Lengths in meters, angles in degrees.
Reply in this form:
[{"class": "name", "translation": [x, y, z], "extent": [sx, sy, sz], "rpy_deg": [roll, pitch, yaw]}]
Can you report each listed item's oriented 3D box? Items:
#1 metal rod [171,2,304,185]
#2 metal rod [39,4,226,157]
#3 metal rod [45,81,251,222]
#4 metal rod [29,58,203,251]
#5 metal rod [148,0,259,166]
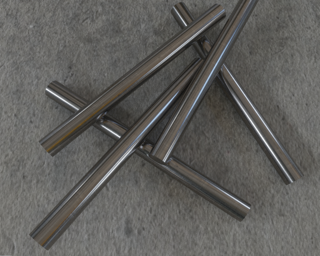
[{"class": "metal rod", "translation": [0.098, -0.059, 0.430], "extent": [0.025, 0.025, 0.299], "rpy_deg": [-27, 72, -10]}, {"class": "metal rod", "translation": [-0.026, -0.070, 0.405], "extent": [0.301, 0.025, 0.025], "rpy_deg": [-41, 75, -14]}, {"class": "metal rod", "translation": [-0.023, 0.024, 0.399], "extent": [0.301, 0.025, 0.025], "rpy_deg": [32, 73, 10]}, {"class": "metal rod", "translation": [-0.032, 0.012, 0.374], "extent": [0.025, 0.025, 0.301], "rpy_deg": [36, 64, 12]}, {"class": "metal rod", "translation": [0.070, -0.085, 0.412], "extent": [0.025, 0.025, 0.300], "rpy_deg": [28, 72, 9]}]
